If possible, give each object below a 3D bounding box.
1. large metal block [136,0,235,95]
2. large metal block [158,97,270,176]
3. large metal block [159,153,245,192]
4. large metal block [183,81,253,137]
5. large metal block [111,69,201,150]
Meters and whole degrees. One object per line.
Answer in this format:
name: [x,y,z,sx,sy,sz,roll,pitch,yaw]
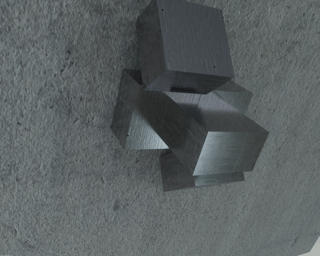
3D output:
large metal block: [0.025,-0.084,0.328,0.081,0.050,0.080,1,74,-29]
large metal block: [0.056,0.007,0.345,0.081,0.080,0.050,1,118,-29]
large metal block: [0.056,0.057,0.432,0.081,0.080,0.050,0,75,-29]
large metal block: [0.065,-0.022,0.414,0.081,0.050,0.079,1,118,-29]
large metal block: [-0.007,-0.022,0.374,0.081,0.050,0.079,1,118,-29]
